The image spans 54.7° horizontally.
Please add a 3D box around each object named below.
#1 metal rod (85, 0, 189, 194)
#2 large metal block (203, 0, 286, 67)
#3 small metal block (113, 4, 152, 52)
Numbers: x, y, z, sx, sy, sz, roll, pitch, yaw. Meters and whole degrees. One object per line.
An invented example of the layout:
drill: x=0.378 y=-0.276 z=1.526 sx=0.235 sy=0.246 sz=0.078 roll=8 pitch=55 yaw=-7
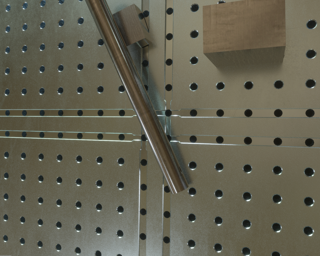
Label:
metal rod: x=-0.035 y=-0.056 z=0.404 sx=0.025 sy=0.025 sz=0.299 roll=-24 pitch=90 yaw=18
large metal block: x=0.097 y=-0.104 z=0.349 sx=0.080 sy=0.080 sz=0.050 roll=-1 pitch=90 yaw=19
small metal block: x=-0.045 y=-0.134 z=0.427 sx=0.050 sy=0.025 sz=0.050 roll=-20 pitch=84 yaw=18
